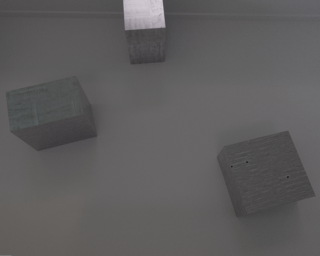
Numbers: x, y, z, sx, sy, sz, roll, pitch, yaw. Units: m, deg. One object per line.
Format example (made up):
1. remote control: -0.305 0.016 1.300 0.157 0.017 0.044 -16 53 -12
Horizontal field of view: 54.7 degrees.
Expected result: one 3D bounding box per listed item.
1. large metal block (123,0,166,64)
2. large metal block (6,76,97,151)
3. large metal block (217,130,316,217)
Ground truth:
1. large metal block: -0.022 -0.146 0.434 0.050 0.080 0.080 -5 70 -2
2. large metal block: -0.130 -0.015 0.385 0.081 0.080 0.050 -14 71 -5
3. large metal block: 0.124 0.057 0.376 0.081 0.050 0.080 -13 71 -5
